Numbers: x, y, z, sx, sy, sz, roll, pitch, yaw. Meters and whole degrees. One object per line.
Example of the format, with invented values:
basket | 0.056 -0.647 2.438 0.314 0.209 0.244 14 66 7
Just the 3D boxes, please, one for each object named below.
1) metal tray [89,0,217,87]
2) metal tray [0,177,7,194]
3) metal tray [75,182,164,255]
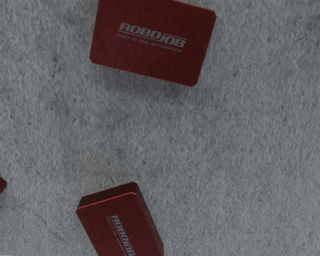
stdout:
metal tray | -0.009 -0.108 0.367 0.131 0.030 0.089 13 110 -5
metal tray | -0.297 0.096 0.438 0.130 0.030 0.090 -41 106 13
metal tray | -0.056 0.152 0.463 0.090 0.030 0.129 -18 109 6
